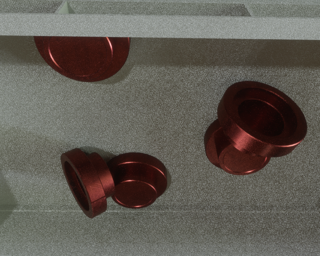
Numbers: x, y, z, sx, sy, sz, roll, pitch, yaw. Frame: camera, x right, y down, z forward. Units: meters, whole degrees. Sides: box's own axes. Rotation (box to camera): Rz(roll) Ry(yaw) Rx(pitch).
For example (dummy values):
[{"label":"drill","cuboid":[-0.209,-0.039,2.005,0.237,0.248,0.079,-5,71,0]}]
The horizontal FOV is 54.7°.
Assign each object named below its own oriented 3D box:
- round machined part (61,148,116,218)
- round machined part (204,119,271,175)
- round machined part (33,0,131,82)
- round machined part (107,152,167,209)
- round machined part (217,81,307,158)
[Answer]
[{"label":"round machined part","cuboid":[-0.098,0.073,0.435,0.042,0.098,0.097,-24,138,-29]},{"label":"round machined part","cuboid":[0.111,0.027,0.422,0.099,0.042,0.097,0,130,0]},{"label":"round machined part","cuboid":[-0.081,-0.089,0.322,0.099,0.042,0.097,0,130,0]},{"label":"round machined part","cuboid":[-0.038,0.086,0.470,0.099,0.042,0.097,0,130,0]},{"label":"round machined part","cuboid":[0.112,-0.006,0.358,0.099,0.098,0.042,10,139,-9]}]
